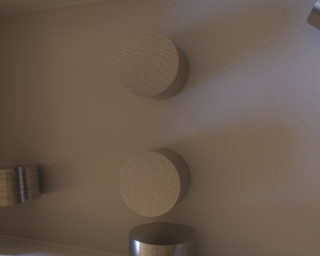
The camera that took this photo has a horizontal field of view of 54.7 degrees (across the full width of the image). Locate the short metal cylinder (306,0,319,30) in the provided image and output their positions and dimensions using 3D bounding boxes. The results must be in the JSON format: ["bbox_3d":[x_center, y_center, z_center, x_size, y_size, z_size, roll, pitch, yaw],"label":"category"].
[{"bbox_3d":[0.197,-0.130,0.312,0.050,0.080,0.080,40,103,15],"label":"short metal cylinder"}]

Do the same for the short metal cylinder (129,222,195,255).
[{"bbox_3d":[0.002,0.154,0.381,0.080,0.080,0.050,1,91,20],"label":"short metal cylinder"}]

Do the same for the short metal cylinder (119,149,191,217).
[{"bbox_3d":[-0.005,0.068,0.399,0.080,0.050,0.080,0,90,20],"label":"short metal cylinder"}]

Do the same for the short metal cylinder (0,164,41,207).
[{"bbox_3d":[-0.221,0.083,0.459,0.080,0.080,0.050,-7,88,20],"label":"short metal cylinder"}]

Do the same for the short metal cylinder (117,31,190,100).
[{"bbox_3d":[-0.007,-0.078,0.400,0.080,0.050,0.080,0,90,20],"label":"short metal cylinder"}]
